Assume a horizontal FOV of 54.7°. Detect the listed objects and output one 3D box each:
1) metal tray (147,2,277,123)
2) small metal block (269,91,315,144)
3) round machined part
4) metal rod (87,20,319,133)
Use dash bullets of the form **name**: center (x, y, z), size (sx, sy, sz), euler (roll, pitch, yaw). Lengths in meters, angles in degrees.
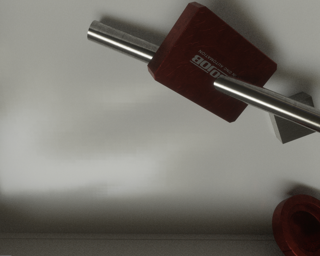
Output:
- **metal tray**: center (0.063, -0.071, 0.361), size (0.131, 0.030, 0.090), euler (26, 109, -30)
- **small metal block**: center (0.176, -0.014, 0.409), size (0.050, 0.025, 0.050), euler (-22, 109, 7)
- **round machined part**: center (0.202, 0.148, 0.441), size (0.099, 0.098, 0.042), euler (20, 148, -8)
- **metal rod**: center (0.059, -0.060, 0.365), size (0.301, 0.025, 0.025), euler (22, 109, 1)
